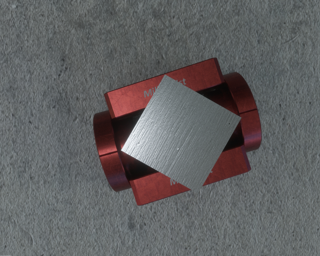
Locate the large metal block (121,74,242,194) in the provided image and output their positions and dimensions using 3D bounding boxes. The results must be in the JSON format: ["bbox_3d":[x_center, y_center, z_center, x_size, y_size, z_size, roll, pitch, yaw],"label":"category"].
[{"bbox_3d":[0.019,0.005,0.306,0.080,0.050,0.080,30,90,-1],"label":"large metal block"}]

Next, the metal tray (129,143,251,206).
[{"bbox_3d":[0.033,0.051,0.378,0.131,0.090,0.030,-17,90,-1],"label":"metal tray"}]

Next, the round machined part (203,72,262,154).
[{"bbox_3d":[0.082,-0.015,0.375,0.042,0.098,0.097,-16,90,0],"label":"round machined part"}]

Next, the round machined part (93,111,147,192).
[{"bbox_3d":[-0.044,0.024,0.374,0.042,0.098,0.097,-16,90,0],"label":"round machined part"}]

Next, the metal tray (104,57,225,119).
[{"bbox_3d":[0.005,-0.044,0.380,0.131,0.090,0.030,-18,90,-1],"label":"metal tray"}]
